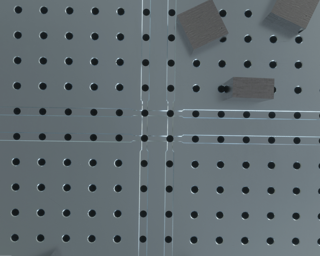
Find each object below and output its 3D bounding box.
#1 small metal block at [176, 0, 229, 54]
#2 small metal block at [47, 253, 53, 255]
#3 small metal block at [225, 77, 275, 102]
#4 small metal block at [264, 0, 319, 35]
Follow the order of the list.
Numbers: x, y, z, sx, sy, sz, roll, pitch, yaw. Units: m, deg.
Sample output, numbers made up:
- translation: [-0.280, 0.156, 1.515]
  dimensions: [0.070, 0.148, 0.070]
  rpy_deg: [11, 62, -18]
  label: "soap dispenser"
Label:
- translation: [0.056, -0.134, 0.414]
  dimensions: [0.050, 0.025, 0.050]
  rpy_deg: [-26, 90, 0]
  label: "small metal block"
- translation: [-0.160, 0.205, 0.413]
  dimensions: [0.050, 0.025, 0.050]
  rpy_deg: [-24, 90, 0]
  label: "small metal block"
- translation: [0.114, -0.049, 0.402]
  dimensions: [0.050, 0.050, 0.025]
  rpy_deg: [2, 90, 0]
  label: "small metal block"
- translation: [0.177, -0.162, 0.414]
  dimensions: [0.050, 0.025, 0.050]
  rpy_deg: [26, 90, 0]
  label: "small metal block"
